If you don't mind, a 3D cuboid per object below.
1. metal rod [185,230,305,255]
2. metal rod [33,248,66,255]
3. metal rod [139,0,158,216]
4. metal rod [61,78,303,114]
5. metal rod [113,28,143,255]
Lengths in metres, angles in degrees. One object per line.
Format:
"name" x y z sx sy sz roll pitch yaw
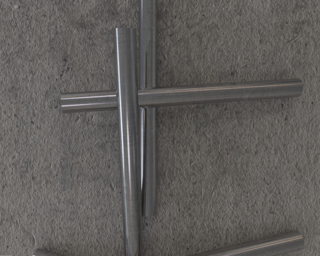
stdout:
"metal rod" 0.037 0.176 0.395 0.302 0.025 0.025 -11 90 -6
"metal rod" -0.021 0.215 0.409 0.302 0.025 0.025 17 90 0
"metal rod" -0.016 -0.036 0.409 0.025 0.025 0.298 0 90 0
"metal rod" 0.034 -0.042 0.390 0.302 0.025 0.025 -5 90 -8
"metal rod" -0.036 0.037 0.372 0.025 0.025 0.298 -1 105 0
